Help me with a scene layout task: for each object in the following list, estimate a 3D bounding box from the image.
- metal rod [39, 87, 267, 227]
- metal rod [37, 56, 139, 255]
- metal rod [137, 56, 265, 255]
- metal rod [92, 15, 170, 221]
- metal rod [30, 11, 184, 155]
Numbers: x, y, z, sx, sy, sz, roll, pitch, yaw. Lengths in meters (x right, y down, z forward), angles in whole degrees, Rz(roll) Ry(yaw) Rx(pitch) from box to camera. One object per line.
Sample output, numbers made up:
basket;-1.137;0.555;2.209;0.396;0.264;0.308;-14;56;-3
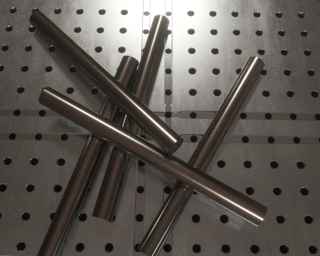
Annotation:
metal rod;-0.016;0.029;0.373;0.301;0.025;0.025;28;72;9
metal rod;-0.089;0.037;0.397;0.025;0.025;0.299;17;71;6
metal rod;0.062;0.026;0.403;0.025;0.025;0.300;30;72;10
metal rod;-0.033;-0.028;0.421;0.025;0.025;0.299;13;70;4
metal rod;-0.084;-0.072;0.414;0.025;0.025;0.300;-42;67;-14
